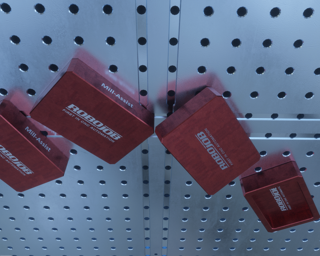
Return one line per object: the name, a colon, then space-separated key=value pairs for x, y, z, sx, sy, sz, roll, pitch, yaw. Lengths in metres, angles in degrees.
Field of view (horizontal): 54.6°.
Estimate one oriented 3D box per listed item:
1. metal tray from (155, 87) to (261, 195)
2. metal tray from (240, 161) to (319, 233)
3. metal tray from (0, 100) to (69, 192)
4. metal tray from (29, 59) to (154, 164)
metal tray: x=0.066 y=0.022 z=0.408 sx=0.090 sy=0.030 sz=0.130 roll=-38 pitch=123 yaw=4
metal tray: x=0.199 y=0.118 z=0.509 sx=0.090 sy=0.030 sz=0.130 roll=-24 pitch=126 yaw=19
metal tray: x=-0.205 y=0.031 z=0.433 sx=0.090 sy=0.030 sz=0.130 roll=-22 pitch=127 yaw=17
metal tray: x=-0.082 y=-0.015 z=0.395 sx=0.130 sy=0.030 sz=0.090 roll=36 pitch=121 yaw=-27
